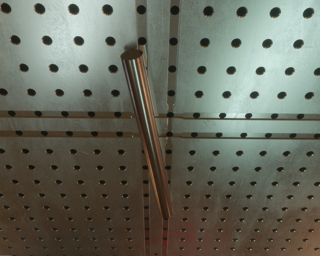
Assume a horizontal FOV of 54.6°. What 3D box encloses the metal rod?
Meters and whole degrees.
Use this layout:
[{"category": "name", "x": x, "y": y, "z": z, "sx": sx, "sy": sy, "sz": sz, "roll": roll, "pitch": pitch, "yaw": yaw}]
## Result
[{"category": "metal rod", "x": -0.010, "y": 0.032, "z": 0.438, "sx": 0.025, "sy": 0.025, "sz": 0.299, "roll": -6, "pitch": 130, "yaw": 5}]
